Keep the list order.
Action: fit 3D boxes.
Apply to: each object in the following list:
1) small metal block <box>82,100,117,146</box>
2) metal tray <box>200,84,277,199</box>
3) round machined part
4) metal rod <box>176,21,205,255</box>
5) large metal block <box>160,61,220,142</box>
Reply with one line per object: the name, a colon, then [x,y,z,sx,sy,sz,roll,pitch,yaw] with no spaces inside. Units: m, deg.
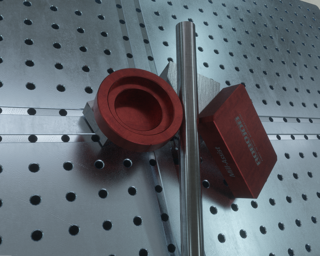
small metal block: [-0.058,-0.013,0.381,0.050,0.025,0.050,-25,75,-37]
metal tray: [0.106,0.018,0.414,0.090,0.030,0.130,-45,113,-38]
round machined part: [-0.027,-0.016,0.353,0.099,0.042,0.098,11,58,-19]
metal rod: [0.034,0.015,0.362,0.025,0.025,0.299,6,75,-25]
large metal block: [0.034,-0.033,0.427,0.080,0.050,0.080,21,54,-16]
